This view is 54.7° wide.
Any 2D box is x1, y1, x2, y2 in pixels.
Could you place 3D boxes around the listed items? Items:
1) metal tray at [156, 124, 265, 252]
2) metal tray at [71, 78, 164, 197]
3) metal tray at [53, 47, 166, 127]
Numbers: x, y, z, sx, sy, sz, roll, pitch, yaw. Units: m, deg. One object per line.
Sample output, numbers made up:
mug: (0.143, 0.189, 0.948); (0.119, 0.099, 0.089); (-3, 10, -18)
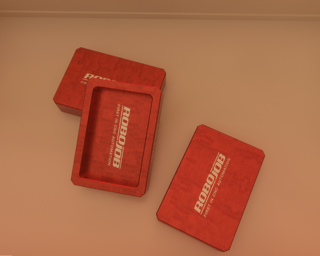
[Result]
metal tray: (0.062, 0.071, 0.381); (0.090, 0.030, 0.130); (24, 72, 8)
metal tray: (-0.051, 0.010, 0.377); (0.090, 0.030, 0.129); (9, 91, 5)
metal tray: (-0.066, -0.052, 0.425); (0.131, 0.030, 0.090); (16, 71, 5)
